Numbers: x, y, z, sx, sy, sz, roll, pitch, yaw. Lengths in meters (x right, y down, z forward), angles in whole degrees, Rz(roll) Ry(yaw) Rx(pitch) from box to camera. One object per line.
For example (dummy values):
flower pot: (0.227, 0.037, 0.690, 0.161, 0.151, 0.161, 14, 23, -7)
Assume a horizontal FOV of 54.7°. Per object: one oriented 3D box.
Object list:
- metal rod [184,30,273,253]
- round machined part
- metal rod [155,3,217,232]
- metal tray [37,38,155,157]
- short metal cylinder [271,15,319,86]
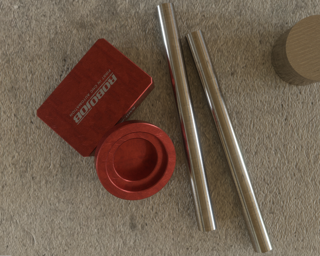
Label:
metal rod: (0.091, 0.018, 0.410, 0.025, 0.025, 0.298, -18, 90, 0)
round machined part: (-0.033, 0.037, 0.391, 0.099, 0.042, 0.097, -4, 103, -18)
metal rod: (0.035, -0.014, 0.410, 0.025, 0.025, 0.298, -11, 90, 0)
metal tray: (-0.082, -0.038, 0.402, 0.090, 0.030, 0.130, 40, 90, 6)
short metal cylinder: (0.192, -0.097, 0.399, 0.081, 0.050, 0.080, 0, 90, 0)
